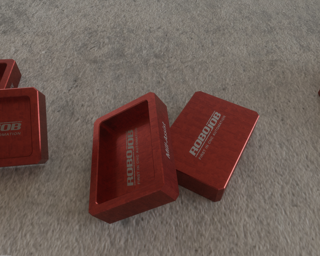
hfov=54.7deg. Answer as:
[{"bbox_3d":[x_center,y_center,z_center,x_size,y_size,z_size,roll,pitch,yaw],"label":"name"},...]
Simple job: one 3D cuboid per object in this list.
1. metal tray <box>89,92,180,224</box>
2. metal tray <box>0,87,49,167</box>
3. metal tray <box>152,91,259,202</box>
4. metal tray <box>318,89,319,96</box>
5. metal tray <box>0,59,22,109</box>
[{"bbox_3d":[-0.032,0.030,0.346,0.090,0.030,0.130,-25,47,20],"label":"metal tray"},{"bbox_3d":[-0.204,0.003,0.365,0.131,0.030,0.089,-5,84,-5],"label":"metal tray"},{"bbox_3d":[0.058,0.016,0.387,0.090,0.030,0.130,23,54,18],"label":"metal tray"},{"bbox_3d":[0.312,-0.049,0.445,0.130,0.030,0.090,36,59,26],"label":"metal tray"},{"bbox_3d":[-0.257,-0.043,0.432,0.091,0.030,0.130,-3,50,-3],"label":"metal tray"}]
